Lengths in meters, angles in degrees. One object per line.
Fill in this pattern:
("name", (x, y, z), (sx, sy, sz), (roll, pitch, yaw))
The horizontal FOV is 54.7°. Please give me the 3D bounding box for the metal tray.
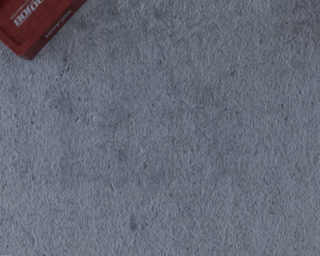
("metal tray", (-0.167, -0.167, 0.405), (0.090, 0.030, 0.130), (42, 90, 0))
